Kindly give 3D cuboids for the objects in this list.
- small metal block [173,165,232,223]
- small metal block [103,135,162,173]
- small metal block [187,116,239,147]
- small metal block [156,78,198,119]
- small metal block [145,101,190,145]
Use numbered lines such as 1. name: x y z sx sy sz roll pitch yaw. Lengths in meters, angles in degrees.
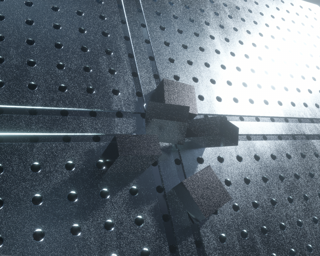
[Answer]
1. small metal block: 0.053 0.081 0.386 0.050 0.025 0.050 -23 74 -36
2. small metal block: -0.033 0.030 0.356 0.050 0.050 0.025 1 62 -28
3. small metal block: 0.070 0.006 0.411 0.050 0.050 0.025 26 65 -46
4. small metal block: 0.024 -0.039 0.444 0.050 0.025 0.050 11 57 -23
5. small metal block: 0.009 -0.005 0.389 0.050 0.050 0.025 7 55 4
